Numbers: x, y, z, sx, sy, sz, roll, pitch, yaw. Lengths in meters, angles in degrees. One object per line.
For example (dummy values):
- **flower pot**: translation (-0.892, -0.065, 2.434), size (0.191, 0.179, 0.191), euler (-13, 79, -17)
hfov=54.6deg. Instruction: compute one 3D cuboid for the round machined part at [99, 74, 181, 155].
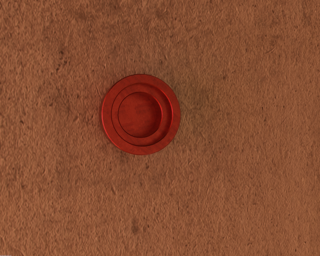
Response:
- **round machined part**: translation (-0.027, -0.016, 0.390), size (0.099, 0.042, 0.097), euler (0, 90, -20)
